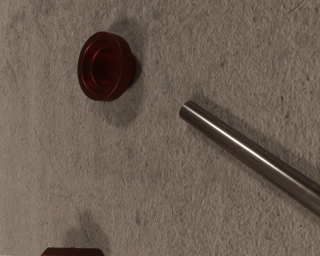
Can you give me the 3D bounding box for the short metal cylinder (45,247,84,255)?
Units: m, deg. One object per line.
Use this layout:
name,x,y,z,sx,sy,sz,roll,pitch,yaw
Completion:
short metal cylinder,-0.164,0.249,0.521,0.080,0.050,0.079,0,90,39

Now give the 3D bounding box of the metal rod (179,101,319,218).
metal rod,0.131,0.056,0.295,0.300,0.025,0.025,38,113,33

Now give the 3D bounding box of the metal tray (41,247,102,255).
metal tray,-0.139,0.255,0.479,0.091,0.030,0.129,2,92,-2

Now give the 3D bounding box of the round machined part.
round machined part,-0.073,-0.087,0.452,0.098,0.042,0.097,0,90,39
